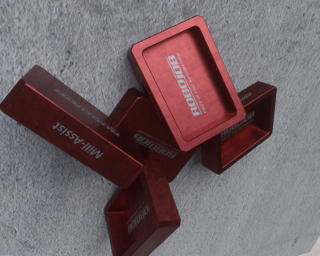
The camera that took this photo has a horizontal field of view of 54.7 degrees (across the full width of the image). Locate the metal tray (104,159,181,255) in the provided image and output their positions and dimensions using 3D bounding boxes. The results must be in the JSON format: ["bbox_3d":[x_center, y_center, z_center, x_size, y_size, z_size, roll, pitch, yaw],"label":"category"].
[{"bbox_3d":[-0.029,0.111,0.395,0.030,0.090,0.129,6,136,-31],"label":"metal tray"}]

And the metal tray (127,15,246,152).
[{"bbox_3d":[0.031,-0.049,0.355,0.090,0.030,0.129,-28,99,-11],"label":"metal tray"}]

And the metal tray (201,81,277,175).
[{"bbox_3d":[0.115,-0.002,0.448,0.131,0.030,0.089,-30,130,-28],"label":"metal tray"}]

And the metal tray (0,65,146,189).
[{"bbox_3d":[-0.079,-0.003,0.302,0.130,0.090,0.030,38,97,-23],"label":"metal tray"}]

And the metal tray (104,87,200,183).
[{"bbox_3d":[-0.010,0.015,0.410,0.131,0.030,0.090,28,103,-38],"label":"metal tray"}]
